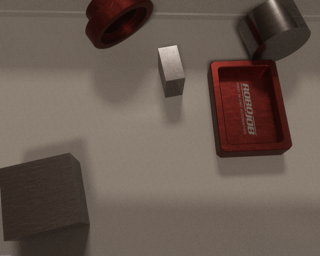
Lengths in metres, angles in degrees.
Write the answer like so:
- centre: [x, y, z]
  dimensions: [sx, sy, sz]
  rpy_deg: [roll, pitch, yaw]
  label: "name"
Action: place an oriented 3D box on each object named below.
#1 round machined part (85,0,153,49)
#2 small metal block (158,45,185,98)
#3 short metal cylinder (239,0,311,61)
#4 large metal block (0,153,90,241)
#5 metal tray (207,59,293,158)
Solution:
- centre: [-0.061, -0.156, 0.423]
  dimensions: [0.098, 0.098, 0.042]
  rpy_deg: [-35, 89, -12]
  label: "round machined part"
- centre: [0.015, -0.076, 0.424]
  dimensions: [0.025, 0.050, 0.050]
  rpy_deg: [-11, 71, -4]
  label: "small metal block"
- centre: [0.158, -0.133, 0.431]
  dimensions: [0.081, 0.080, 0.050]
  rpy_deg: [-15, 71, -6]
  label: "short metal cylinder"
- centre: [-0.134, 0.082, 0.365]
  dimensions: [0.081, 0.050, 0.080]
  rpy_deg: [-13, 71, -5]
  label: "large metal block"
- centre: [0.117, -0.028, 0.418]
  dimensions: [0.091, 0.030, 0.130]
  rpy_deg: [-2, 70, -2]
  label: "metal tray"
